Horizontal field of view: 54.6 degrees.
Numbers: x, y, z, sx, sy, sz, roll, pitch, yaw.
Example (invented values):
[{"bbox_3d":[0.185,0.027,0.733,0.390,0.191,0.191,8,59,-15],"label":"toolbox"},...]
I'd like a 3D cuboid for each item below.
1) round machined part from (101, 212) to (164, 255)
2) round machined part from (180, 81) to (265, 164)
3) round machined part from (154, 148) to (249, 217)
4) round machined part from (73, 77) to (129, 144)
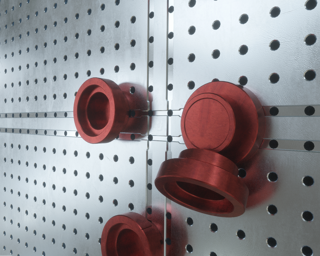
[{"bbox_3d":[-0.034,0.165,0.427,0.098,0.042,0.097,0,90,40],"label":"round machined part"},{"bbox_3d":[0.062,-0.004,0.348,0.098,0.042,0.097,0,90,40],"label":"round machined part"},{"bbox_3d":[0.047,0.057,0.336,0.098,0.098,0.042,-4,53,40],"label":"round machined part"},{"bbox_3d":[-0.085,-0.025,0.470,0.098,0.042,0.097,0,90,40],"label":"round machined part"}]
